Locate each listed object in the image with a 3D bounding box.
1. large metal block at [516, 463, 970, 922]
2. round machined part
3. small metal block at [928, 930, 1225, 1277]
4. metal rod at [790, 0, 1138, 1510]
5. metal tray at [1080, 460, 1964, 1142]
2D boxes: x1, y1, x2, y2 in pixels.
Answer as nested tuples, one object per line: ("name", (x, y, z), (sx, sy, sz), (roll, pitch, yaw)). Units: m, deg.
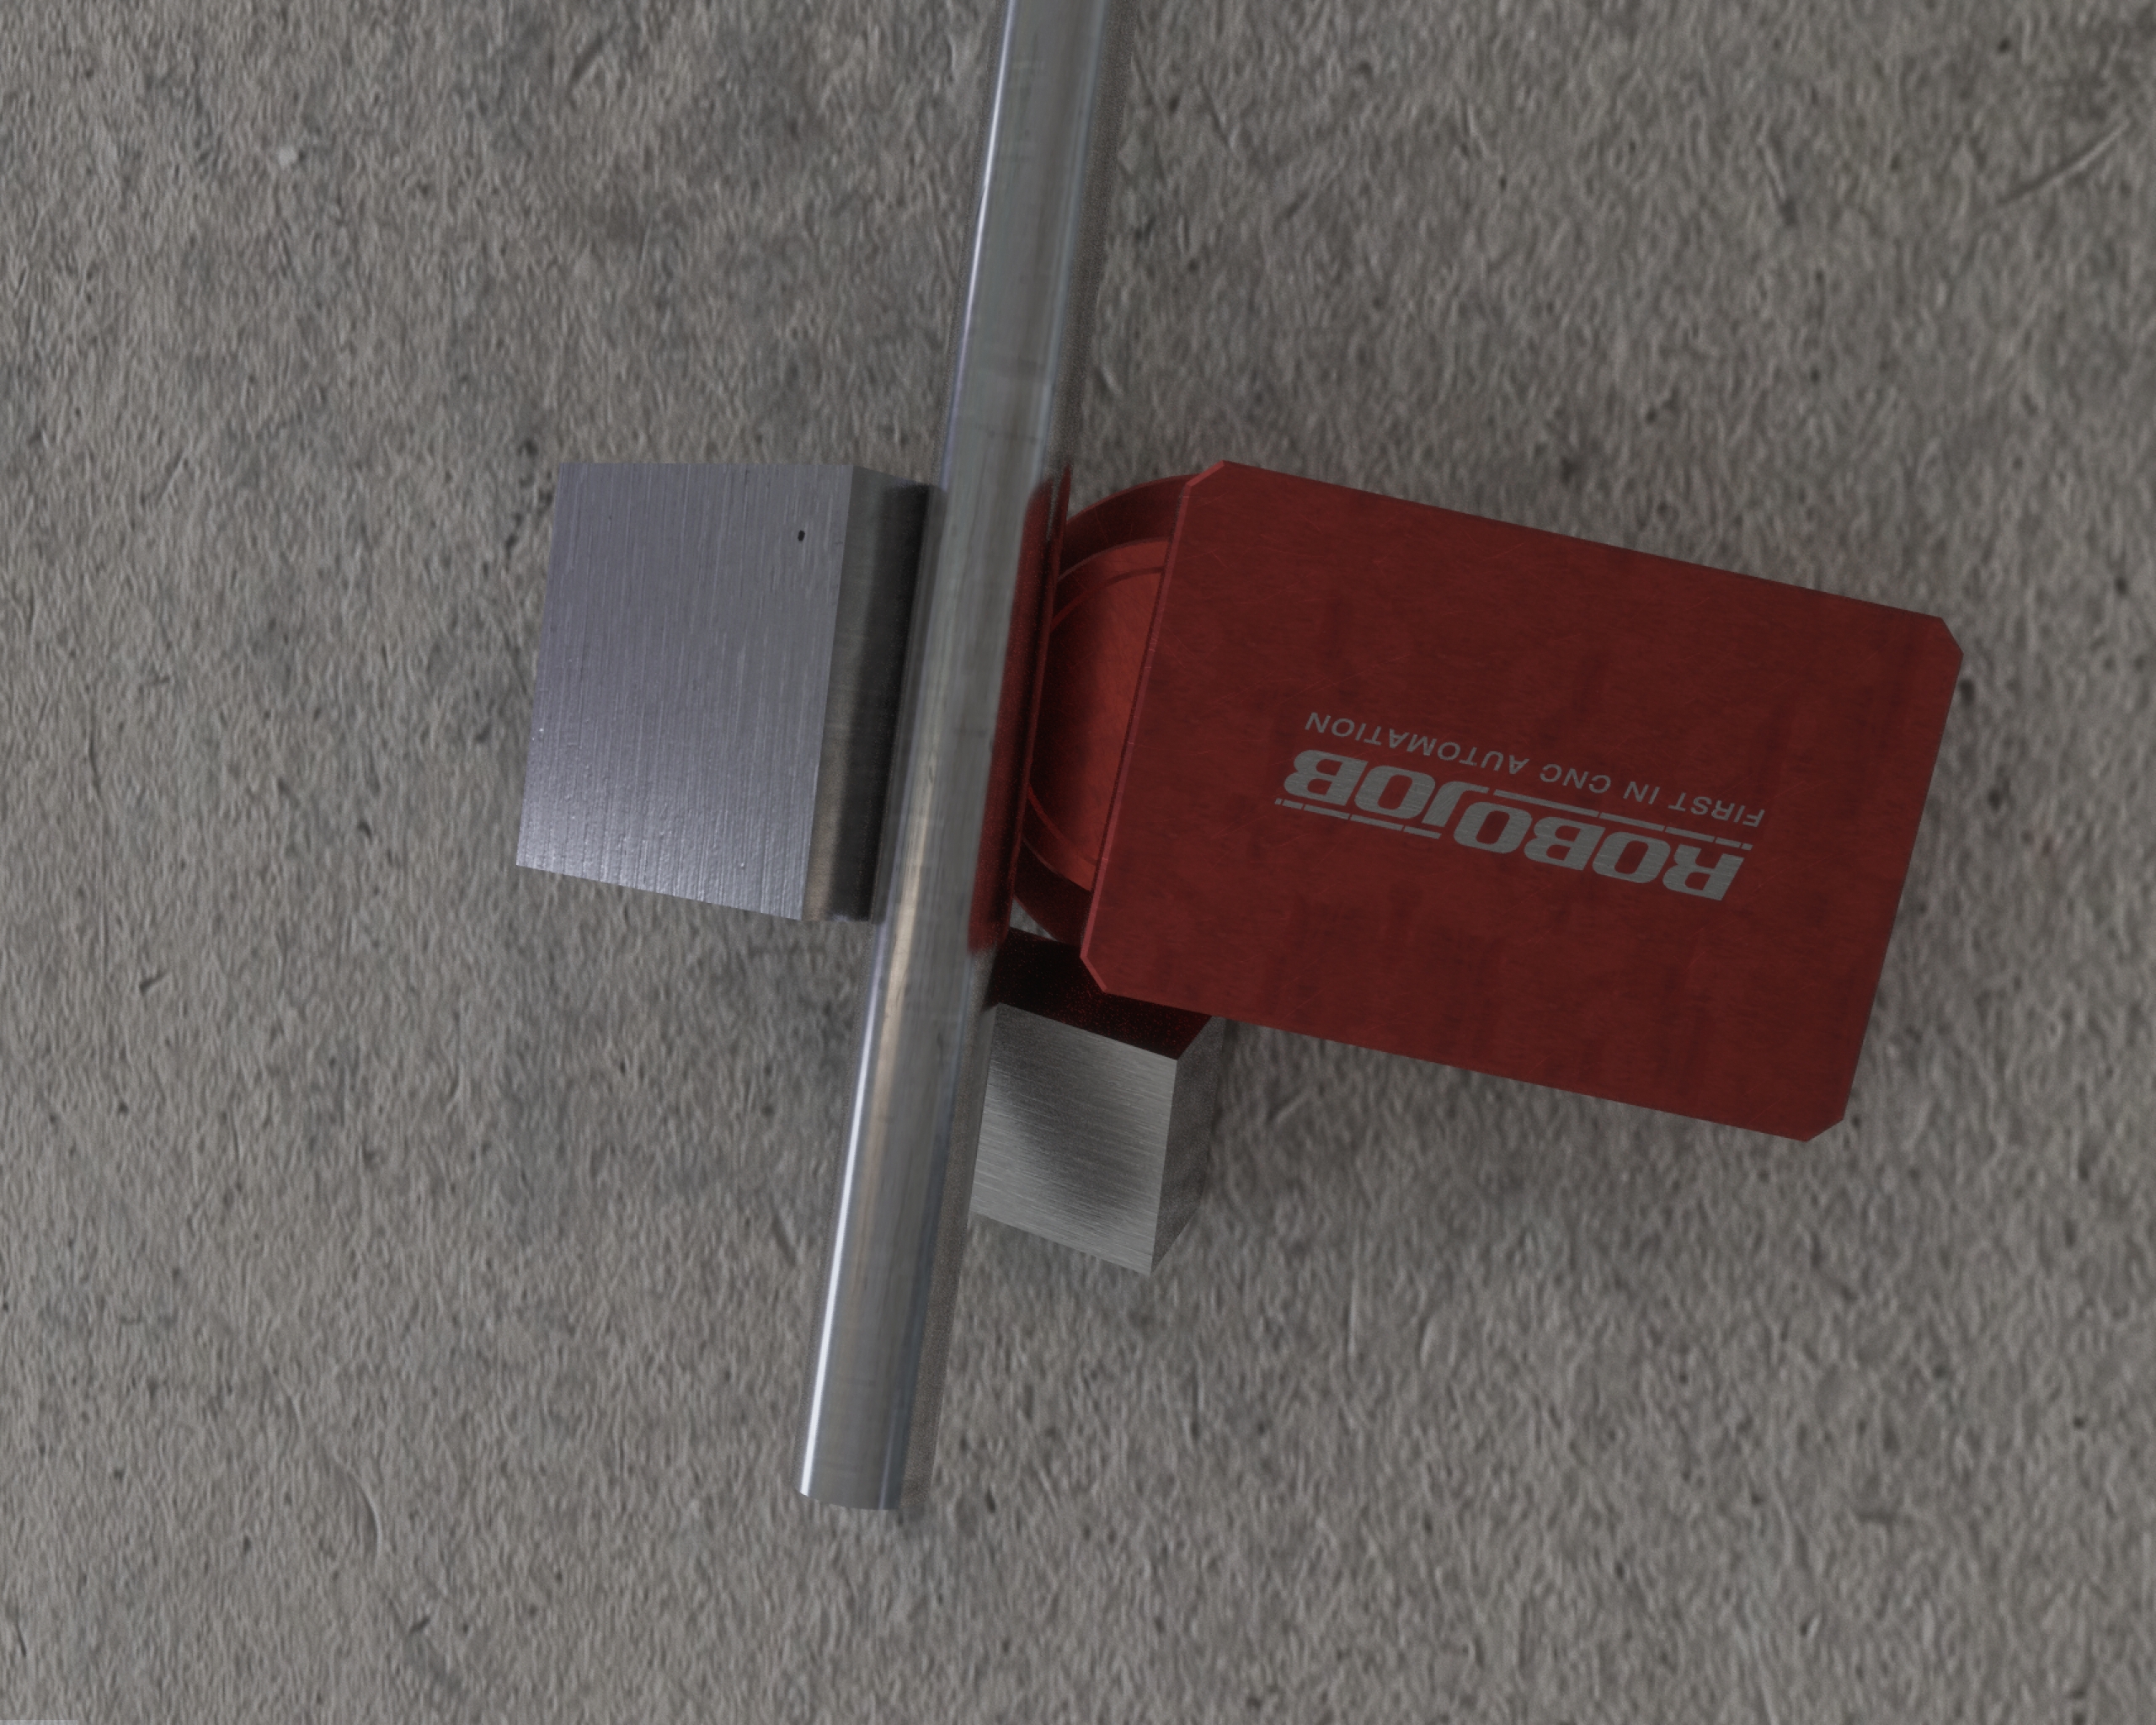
("large metal block", (-0.059, -0.033, 0.406), (0.080, 0.050, 0.079), (9, 93, 38))
("round machined part", (0.022, -0.025, 0.393), (0.098, 0.042, 0.097), (0, 90, 20))
("small metal block", (-0.002, 0.045, 0.400), (0.050, 0.025, 0.050), (17, 121, 19))
("metal rod", (-0.018, -0.036, 0.372), (0.025, 0.025, 0.298), (8, 91, 20))
("metal tray", (0.073, -0.011, 0.358), (0.131, 0.030, 0.089), (12, 95, -1))
